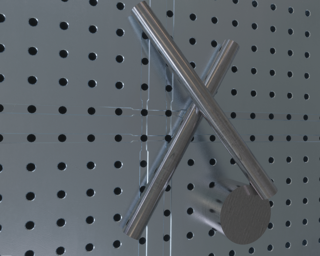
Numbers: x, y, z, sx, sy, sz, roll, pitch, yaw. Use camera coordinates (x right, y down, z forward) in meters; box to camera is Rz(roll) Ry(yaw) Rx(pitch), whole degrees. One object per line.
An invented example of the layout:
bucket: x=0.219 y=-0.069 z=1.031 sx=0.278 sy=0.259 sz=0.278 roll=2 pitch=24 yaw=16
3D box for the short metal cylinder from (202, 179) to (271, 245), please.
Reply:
short metal cylinder: x=0.107 y=0.116 z=0.439 sx=0.081 sy=0.050 sz=0.080 roll=0 pitch=90 yaw=-20

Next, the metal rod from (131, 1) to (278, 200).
metal rod: x=0.059 y=-0.035 z=0.407 sx=0.025 sy=0.025 sz=0.299 roll=-36 pitch=92 yaw=-16

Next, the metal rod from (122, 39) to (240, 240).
metal rod: x=0.033 y=0.009 z=0.424 sx=0.025 sy=0.025 sz=0.300 roll=32 pitch=80 yaw=-17
